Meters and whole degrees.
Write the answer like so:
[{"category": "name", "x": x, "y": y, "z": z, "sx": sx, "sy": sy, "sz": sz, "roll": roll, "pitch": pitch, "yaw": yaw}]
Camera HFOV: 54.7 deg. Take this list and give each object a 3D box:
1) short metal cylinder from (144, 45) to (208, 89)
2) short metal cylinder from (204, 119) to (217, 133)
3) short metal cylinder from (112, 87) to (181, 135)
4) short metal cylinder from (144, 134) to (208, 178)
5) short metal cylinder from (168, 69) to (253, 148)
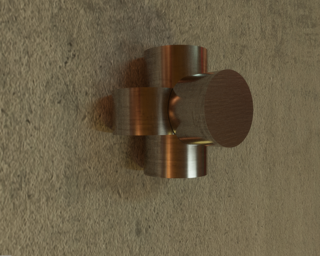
[{"category": "short metal cylinder", "x": 0.020, "y": -0.070, "z": 0.389, "sx": 0.081, "sy": 0.080, "sz": 0.050, "roll": -2, "pitch": 92, "yaw": -40}, {"category": "short metal cylinder", "x": 0.047, "y": -0.019, "z": 0.412, "sx": 0.081, "sy": 0.080, "sz": 0.050, "roll": -1, "pitch": 91, "yaw": -40}, {"category": "short metal cylinder", "x": -0.015, "y": -0.018, "z": 0.360, "sx": 0.081, "sy": 0.080, "sz": 0.050, "roll": -2, "pitch": 91, "yaw": -40}, {"category": "short metal cylinder", "x": 0.020, "y": 0.032, "z": 0.389, "sx": 0.081, "sy": 0.080, "sz": 0.050, "roll": 0, "pitch": 91, "yaw": -40}, {"category": "short metal cylinder", "x": 0.056, "y": -0.020, "z": 0.334, "sx": 0.081, "sy": 0.050, "sz": 0.079, "roll": 0, "pitch": 90, "yaw": -40}]
